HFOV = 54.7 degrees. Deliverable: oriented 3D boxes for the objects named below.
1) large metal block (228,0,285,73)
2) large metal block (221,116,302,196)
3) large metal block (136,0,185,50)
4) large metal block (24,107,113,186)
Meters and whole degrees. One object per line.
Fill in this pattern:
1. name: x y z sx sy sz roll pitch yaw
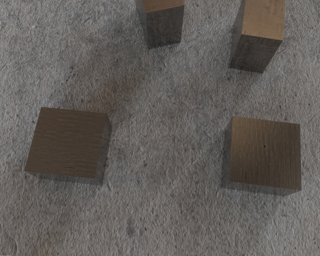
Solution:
1. large metal block: 0.132 -0.134 0.429 0.050 0.080 0.080 10 70 3
2. large metal block: 0.123 0.036 0.382 0.080 0.050 0.080 7 70 2
3. large metal block: -0.003 -0.173 0.442 0.050 0.080 0.080 -14 71 -5
4. large metal block: -0.109 0.024 0.385 0.080 0.050 0.080 6 70 2
